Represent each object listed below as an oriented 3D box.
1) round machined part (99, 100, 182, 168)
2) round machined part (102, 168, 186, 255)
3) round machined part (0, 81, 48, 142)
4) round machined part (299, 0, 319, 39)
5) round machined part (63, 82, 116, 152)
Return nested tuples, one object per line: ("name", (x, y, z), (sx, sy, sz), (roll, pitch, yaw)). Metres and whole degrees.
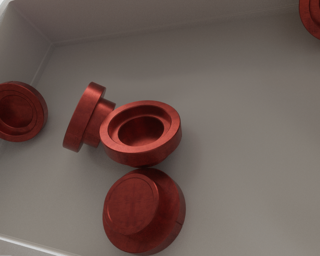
("round machined part", (-0.022, 0.011, 0.383), (0.099, 0.042, 0.098), (-5, 40, 5))
("round machined part", (-0.024, 0.090, 0.351), (0.098, 0.042, 0.098), (-13, 56, 20))
("round machined part", (-0.233, -0.029, 0.509), (0.098, 0.098, 0.042), (-30, 17, 9))
("round machined part", (0.211, -0.149, 0.348), (0.098, 0.097, 0.042), (-1, 34, 27))
("round machined part", (-0.093, -0.011, 0.426), (0.042, 0.098, 0.098), (23, 68, -9))
